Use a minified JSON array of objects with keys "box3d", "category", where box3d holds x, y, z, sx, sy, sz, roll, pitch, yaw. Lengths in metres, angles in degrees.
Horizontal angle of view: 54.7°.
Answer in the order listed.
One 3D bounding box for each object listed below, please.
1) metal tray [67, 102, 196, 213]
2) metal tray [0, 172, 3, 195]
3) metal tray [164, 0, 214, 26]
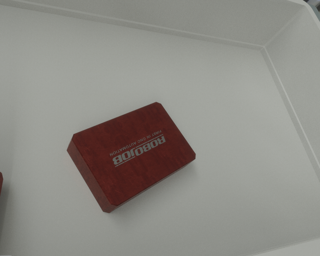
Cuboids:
[{"box3d":[-0.030,0.029,0.370,0.131,0.030,0.090,-25,76,-37],"category":"metal tray"},{"box3d":[-0.163,0.053,0.218,0.030,0.129,0.090,-4,61,-1],"category":"metal tray"},{"box3d":[0.035,-0.252,0.565,0.091,0.030,0.130,-8,65,-48],"category":"metal tray"}]
